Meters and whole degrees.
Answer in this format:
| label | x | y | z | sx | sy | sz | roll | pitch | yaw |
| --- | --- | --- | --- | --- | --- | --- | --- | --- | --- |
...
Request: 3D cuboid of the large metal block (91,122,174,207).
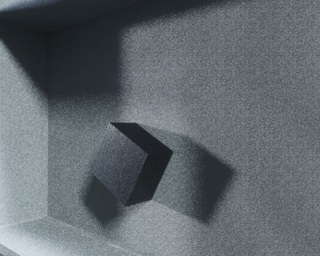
| label | x | y | z | sx | sy | sz | roll | pitch | yaw |
| --- | --- | --- | --- | --- | --- | --- | --- | --- | --- |
| large metal block | -0.040 | 0.047 | 0.425 | 0.080 | 0.050 | 0.080 | 36 | 112 | 34 |
